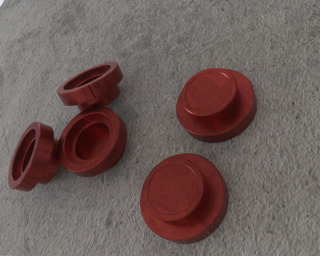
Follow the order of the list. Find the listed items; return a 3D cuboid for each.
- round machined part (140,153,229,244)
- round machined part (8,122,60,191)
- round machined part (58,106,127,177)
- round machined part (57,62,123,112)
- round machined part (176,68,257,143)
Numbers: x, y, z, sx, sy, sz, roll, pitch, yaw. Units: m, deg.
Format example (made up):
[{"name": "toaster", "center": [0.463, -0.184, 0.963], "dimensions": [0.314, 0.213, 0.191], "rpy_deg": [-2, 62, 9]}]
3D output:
[{"name": "round machined part", "center": [0.021, 0.072, 0.338], "dimensions": [0.098, 0.042, 0.098], "rpy_deg": [-13, 56, 21]}, {"name": "round machined part", "center": [-0.175, 0.043, 0.444], "dimensions": [0.098, 0.042, 0.098], "rpy_deg": [-28, 49, 40]}, {"name": "round machined part", "center": [-0.087, 0.022, 0.426], "dimensions": [0.098, 0.042, 0.098], "rpy_deg": [-13, 56, 21]}, {"name": "round machined part", "center": [-0.099, -0.058, 0.465], "dimensions": [0.098, 0.042, 0.098], "rpy_deg": [-19, 27, 10]}, {"name": "round machined part", "center": [0.065, -0.034, 0.380], "dimensions": [0.098, 0.042, 0.098], "rpy_deg": [-13, 56, 21]}]
